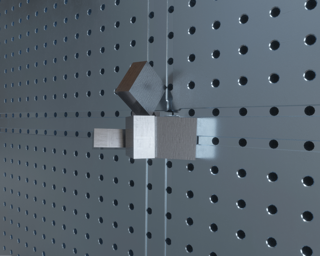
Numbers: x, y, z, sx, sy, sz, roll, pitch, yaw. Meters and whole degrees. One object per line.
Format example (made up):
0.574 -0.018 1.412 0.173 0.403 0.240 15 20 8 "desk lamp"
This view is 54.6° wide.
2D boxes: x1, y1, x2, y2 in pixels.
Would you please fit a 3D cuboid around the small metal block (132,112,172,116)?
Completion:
-0.012 0.003 0.421 0.050 0.025 0.050 3 92 40 "small metal block"

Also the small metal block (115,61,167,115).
-0.023 -0.050 0.400 0.025 0.050 0.050 4 57 41 "small metal block"

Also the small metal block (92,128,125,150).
-0.069 0.017 0.438 0.050 0.050 0.025 154 116 -73 "small metal block"

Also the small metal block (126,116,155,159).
-0.026 0.011 0.384 0.050 0.025 0.050 179 91 -73 "small metal block"

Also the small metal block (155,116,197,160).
0.020 0.012 0.380 0.050 0.025 0.050 2 92 9 "small metal block"
